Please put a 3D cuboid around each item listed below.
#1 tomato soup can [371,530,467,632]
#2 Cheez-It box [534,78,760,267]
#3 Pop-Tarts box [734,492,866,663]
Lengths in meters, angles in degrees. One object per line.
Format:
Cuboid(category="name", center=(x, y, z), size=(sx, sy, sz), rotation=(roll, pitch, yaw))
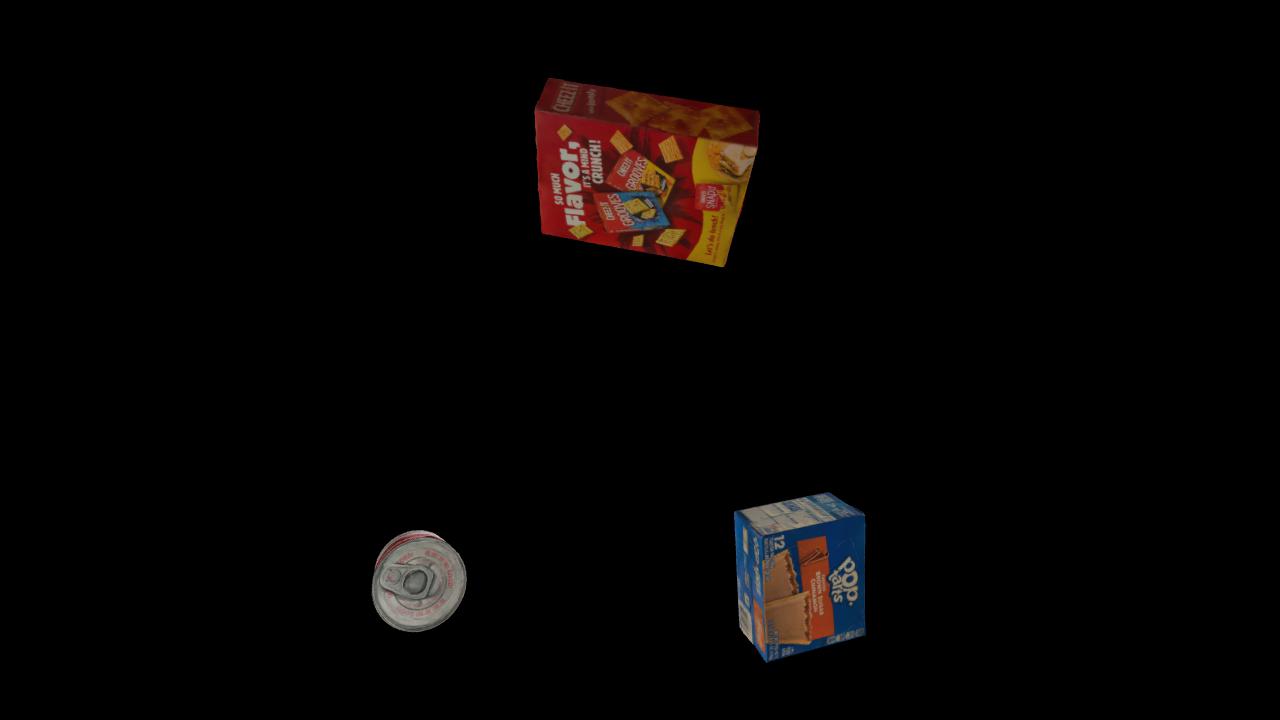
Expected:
Cuboid(category="tomato soup can", center=(-0.181, 0.176, 0.503), size=(0.068, 0.068, 0.101), rotation=(0, -11, -22))
Cuboid(category="Cheez-It box", center=(0.003, -0.198, 0.669), size=(0.223, 0.071, 0.166), rotation=(9, -36, 1))
Cuboid(category="Pop-Tarts box", center=(0.200, 0.268, 0.772), size=(0.141, 0.167, 0.083), rotation=(-7, 12, -15))
